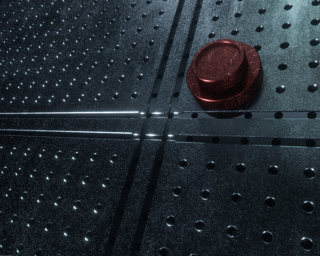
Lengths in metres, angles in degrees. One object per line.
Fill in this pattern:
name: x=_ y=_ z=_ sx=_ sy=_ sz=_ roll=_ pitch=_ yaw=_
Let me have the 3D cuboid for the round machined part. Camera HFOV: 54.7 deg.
round machined part: x=0.080 y=-0.076 z=0.401 sx=0.098 sy=0.042 sz=0.098 roll=-13 pitch=56 yaw=20
